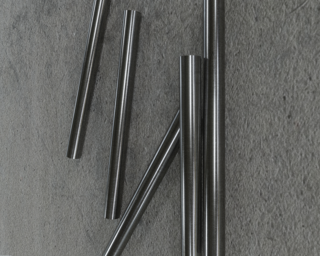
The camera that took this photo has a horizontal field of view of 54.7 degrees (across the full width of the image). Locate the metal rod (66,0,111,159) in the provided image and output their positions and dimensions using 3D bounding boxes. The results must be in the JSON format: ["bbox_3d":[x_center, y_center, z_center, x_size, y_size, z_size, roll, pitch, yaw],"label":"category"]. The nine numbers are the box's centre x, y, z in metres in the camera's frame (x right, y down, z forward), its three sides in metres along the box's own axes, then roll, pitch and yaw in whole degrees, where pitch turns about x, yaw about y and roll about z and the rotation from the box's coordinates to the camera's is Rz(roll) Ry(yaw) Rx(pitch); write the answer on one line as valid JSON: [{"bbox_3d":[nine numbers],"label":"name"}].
[{"bbox_3d":[-0.114,-0.094,0.498,0.025,0.025,0.298,22,104,38],"label":"metal rod"}]

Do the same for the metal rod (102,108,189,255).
[{"bbox_3d":[-0.029,0.105,0.429,0.025,0.025,0.298,41,115,32],"label":"metal rod"}]

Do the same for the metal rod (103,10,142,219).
[{"bbox_3d":[-0.056,-0.015,0.450,0.025,0.025,0.298,11,97,39],"label":"metal rod"}]

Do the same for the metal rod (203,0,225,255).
[{"bbox_3d":[0.062,-0.002,0.354,0.025,0.025,0.298,0,90,40],"label":"metal rod"}]

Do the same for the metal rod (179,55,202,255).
[{"bbox_3d":[0.036,0.069,0.360,0.025,0.025,0.298,3,97,40],"label":"metal rod"}]
